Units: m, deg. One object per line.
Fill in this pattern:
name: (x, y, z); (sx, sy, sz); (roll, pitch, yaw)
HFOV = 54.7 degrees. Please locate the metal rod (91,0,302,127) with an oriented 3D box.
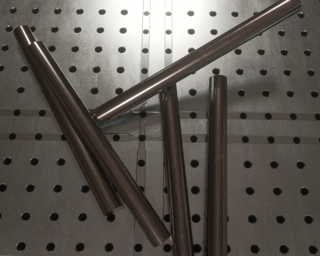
metal rod: (0.042, -0.085, 0.405); (0.301, 0.025, 0.025); (-30, 73, 4)

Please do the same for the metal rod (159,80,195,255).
metal rod: (0.022, 0.078, 0.383); (0.025, 0.025, 0.299); (-4, 70, -2)

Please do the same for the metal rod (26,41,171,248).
metal rod: (-0.082, 0.013, 0.389); (0.025, 0.025, 0.299); (-33, 80, -11)

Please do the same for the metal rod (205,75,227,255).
metal rod: (0.071, 0.071, 0.386); (0.025, 0.025, 0.299); (4, 70, 1)

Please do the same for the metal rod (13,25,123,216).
metal rod: (-0.131, -0.022, 0.417); (0.025, 0.025, 0.299); (-28, 73, -10)
